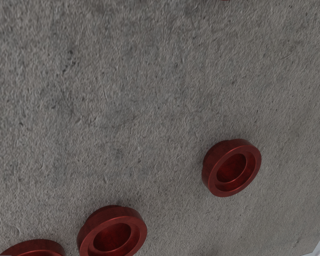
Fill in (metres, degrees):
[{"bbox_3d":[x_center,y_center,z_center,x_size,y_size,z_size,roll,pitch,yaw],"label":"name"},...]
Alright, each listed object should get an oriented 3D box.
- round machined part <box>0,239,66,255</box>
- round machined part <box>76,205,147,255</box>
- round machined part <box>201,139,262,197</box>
[{"bbox_3d":[-0.177,0.204,0.426,0.099,0.042,0.097,-14,124,-21],"label":"round machined part"},{"bbox_3d":[-0.072,0.152,0.450,0.099,0.042,0.097,-14,124,-21],"label":"round machined part"},{"bbox_3d":[0.108,0.058,0.490,0.099,0.042,0.097,-14,124,-21],"label":"round machined part"}]
